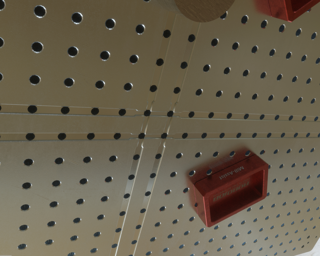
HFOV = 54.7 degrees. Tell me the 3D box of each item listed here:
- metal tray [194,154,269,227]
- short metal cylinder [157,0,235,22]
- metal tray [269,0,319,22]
[{"bbox_3d":[0.128,0.111,0.546,0.131,0.030,0.089,-22,127,-15],"label":"metal tray"},{"bbox_3d":[0.037,-0.155,0.319,0.081,0.050,0.079,-14,124,-21],"label":"short metal cylinder"},{"bbox_3d":[0.192,-0.206,0.384,0.130,0.030,0.090,-36,129,-4],"label":"metal tray"}]
